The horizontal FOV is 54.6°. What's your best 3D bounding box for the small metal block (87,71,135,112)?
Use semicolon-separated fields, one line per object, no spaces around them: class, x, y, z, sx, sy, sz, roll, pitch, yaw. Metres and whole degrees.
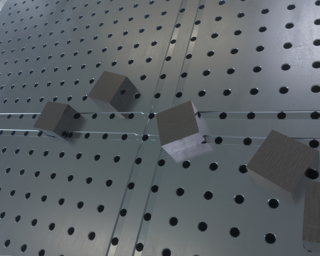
small metal block;-0.077;-0.058;0.486;0.050;0.025;0.050;19;72;35

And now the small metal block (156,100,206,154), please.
small metal block;0.026;-0.001;0.396;0.050;0.025;0.050;-21;54;15

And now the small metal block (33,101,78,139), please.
small metal block;-0.171;-0.014;0.508;0.050;0.025;0.050;10;67;32

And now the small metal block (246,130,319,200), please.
small metal block;0.126;0.037;0.320;0.050;0.025;0.050;31;79;38

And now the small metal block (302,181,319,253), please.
small metal block;0.141;0.079;0.270;0.025;0.050;0.050;1;63;29
